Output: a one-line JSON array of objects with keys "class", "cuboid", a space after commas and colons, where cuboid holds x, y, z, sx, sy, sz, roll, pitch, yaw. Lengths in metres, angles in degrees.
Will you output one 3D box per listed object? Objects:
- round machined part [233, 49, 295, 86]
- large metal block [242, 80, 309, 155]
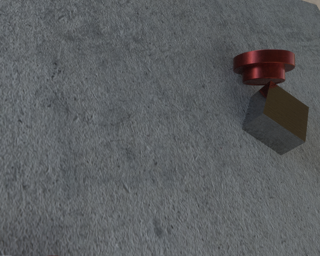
[{"class": "round machined part", "cuboid": [0.174, -0.097, 0.520, 0.099, 0.098, 0.042, 2, 87, -28]}, {"class": "large metal block", "cuboid": [0.188, -0.016, 0.502, 0.080, 0.050, 0.080, 33, 51, -7]}]
